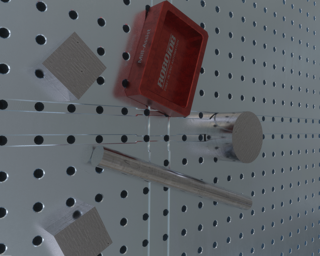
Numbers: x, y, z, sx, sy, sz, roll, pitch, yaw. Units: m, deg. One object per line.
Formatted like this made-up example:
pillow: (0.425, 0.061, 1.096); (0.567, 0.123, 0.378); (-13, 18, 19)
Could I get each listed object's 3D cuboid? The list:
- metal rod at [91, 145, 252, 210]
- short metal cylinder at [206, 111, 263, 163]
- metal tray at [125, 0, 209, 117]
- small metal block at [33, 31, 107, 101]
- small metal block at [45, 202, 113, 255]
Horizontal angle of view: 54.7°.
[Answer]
metal rod: (0.039, 0.080, 0.441); (0.302, 0.025, 0.025); (24, 75, -37)
short metal cylinder: (0.119, 0.014, 0.492); (0.081, 0.050, 0.080); (0, 90, -40)
metal tray: (0.013, -0.089, 0.416); (0.090, 0.030, 0.130); (23, 75, -38)
small metal block: (-0.094, -0.064, 0.330); (0.050, 0.025, 0.050); (49, 61, -29)
small metal block: (-0.087, 0.118, 0.336); (0.050, 0.025, 0.050); (-33, 110, -35)
